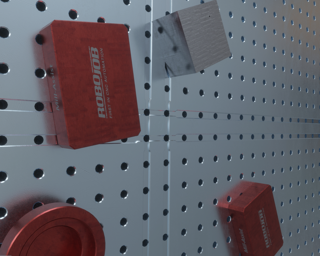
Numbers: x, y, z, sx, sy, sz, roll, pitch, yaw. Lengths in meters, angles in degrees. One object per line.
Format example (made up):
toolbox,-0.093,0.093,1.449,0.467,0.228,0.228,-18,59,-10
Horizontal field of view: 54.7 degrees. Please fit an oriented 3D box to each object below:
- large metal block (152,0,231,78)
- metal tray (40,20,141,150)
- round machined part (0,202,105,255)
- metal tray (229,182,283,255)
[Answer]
large metal block,0.046,-0.124,0.431,0.081,0.050,0.080,-31,110,-36
metal tray,-0.073,-0.048,0.344,0.091,0.030,0.129,-12,98,-39
round machined part,-0.108,0.123,0.308,0.099,0.042,0.097,0,90,-40
metal tray,0.174,0.175,0.552,0.091,0.030,0.129,-27,107,-37
